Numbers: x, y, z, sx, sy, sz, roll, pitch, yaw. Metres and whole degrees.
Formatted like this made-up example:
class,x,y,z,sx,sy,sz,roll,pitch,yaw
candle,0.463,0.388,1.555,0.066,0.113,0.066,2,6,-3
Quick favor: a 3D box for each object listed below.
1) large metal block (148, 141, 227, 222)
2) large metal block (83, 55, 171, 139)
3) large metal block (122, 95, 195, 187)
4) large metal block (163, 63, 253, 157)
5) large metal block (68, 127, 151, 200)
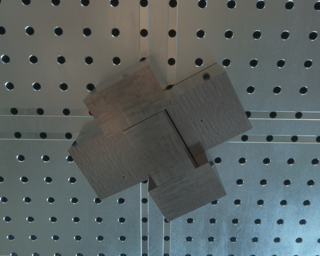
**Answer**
class,x,y,z,sx,sy,sz,roll,pitch,yaw
large metal block,0.033,0.065,0.408,0.080,0.080,0.050,-27,108,9
large metal block,-0.035,-0.040,0.368,0.080,0.080,0.050,-27,108,9
large metal block,0.000,0.012,0.388,0.050,0.080,0.080,-27,108,10
large metal block,0.057,-0.023,0.391,0.080,0.050,0.080,-27,110,9
large metal block,-0.060,0.037,0.414,0.080,0.050,0.080,-25,108,9
